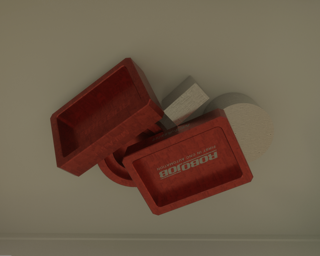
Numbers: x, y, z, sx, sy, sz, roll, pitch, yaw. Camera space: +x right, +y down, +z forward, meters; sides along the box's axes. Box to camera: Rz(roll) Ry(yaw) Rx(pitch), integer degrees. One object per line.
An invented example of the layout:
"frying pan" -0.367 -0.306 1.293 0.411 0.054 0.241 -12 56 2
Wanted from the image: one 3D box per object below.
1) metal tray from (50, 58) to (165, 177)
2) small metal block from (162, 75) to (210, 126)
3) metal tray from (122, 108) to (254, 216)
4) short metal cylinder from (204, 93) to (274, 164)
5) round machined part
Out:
"metal tray" -0.068 -0.014 0.367 0.130 0.090 0.030 -35 138 11
"small metal block" 0.030 -0.035 0.383 0.050 0.050 0.025 -41 105 12
"metal tray" 0.033 0.043 0.372 0.130 0.030 0.090 -24 108 12
"short metal cylinder" 0.097 0.000 0.397 0.081 0.050 0.079 0 110 -1
"round machined part" -0.033 0.026 0.411 0.099 0.042 0.097 0 110 -1
